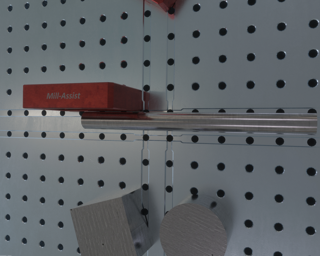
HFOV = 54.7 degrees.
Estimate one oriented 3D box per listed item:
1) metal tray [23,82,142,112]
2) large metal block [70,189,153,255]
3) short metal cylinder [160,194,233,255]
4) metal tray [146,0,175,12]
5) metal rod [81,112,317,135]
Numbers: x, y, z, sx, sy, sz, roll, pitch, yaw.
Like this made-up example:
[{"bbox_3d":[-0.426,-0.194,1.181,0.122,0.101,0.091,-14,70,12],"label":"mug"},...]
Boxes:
[{"bbox_3d":[-0.101,-0.039,0.413,0.130,0.090,0.030,1,91,20],"label":"metal tray"},{"bbox_3d":[-0.066,0.136,0.422,0.080,0.050,0.080,-17,84,19],"label":"large metal block"},{"bbox_3d":[0.046,0.127,0.383,0.080,0.050,0.079,0,90,20],"label":"short metal cylinder"},{"bbox_3d":[0.006,-0.234,0.408,0.090,0.030,0.129,36,101,16],"label":"metal tray"},{"bbox_3d":[0.034,-0.008,0.400,0.301,0.025,0.025,1,91,19],"label":"metal rod"}]
